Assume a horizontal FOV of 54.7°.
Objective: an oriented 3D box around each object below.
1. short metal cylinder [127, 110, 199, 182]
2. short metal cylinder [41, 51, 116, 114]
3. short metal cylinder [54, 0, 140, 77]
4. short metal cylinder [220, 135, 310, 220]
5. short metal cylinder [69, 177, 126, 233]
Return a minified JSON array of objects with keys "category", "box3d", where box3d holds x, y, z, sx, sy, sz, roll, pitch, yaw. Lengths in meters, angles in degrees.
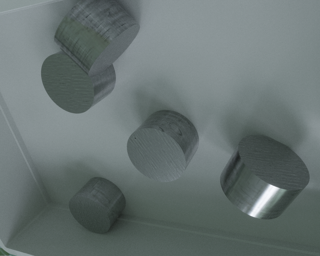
[{"category":"short metal cylinder","box3d":[0.005,0.023,0.403,0.080,0.050,0.079,13,124,20]},{"category":"short metal cylinder","box3d":[-0.106,-0.066,0.406,0.080,0.050,0.079,13,124,20]},{"category":"short metal cylinder","box3d":[-0.069,-0.103,0.344,0.050,0.080,0.080,45,129,-3]},{"category":"short metal cylinder","box3d":[0.115,0.053,0.345,0.080,0.080,0.050,28,128,10]},{"category":"short metal cylinder","box3d":[-0.106,0.131,0.527,0.080,0.050,0.079,13,124,20]}]
